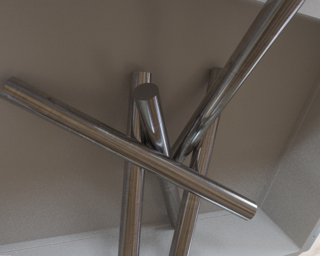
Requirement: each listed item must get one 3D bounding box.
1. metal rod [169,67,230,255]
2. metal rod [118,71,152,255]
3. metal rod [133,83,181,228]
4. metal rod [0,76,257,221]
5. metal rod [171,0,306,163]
[{"bbox_3d":[0.047,0.068,0.405,0.025,0.025,0.298,14,88,-35],"label":"metal rod"},{"bbox_3d":[-0.032,0.085,0.365,0.025,0.025,0.298,3,92,-30],"label":"metal rod"},{"bbox_3d":[0.008,0.061,0.409,0.025,0.025,0.299,-27,140,-12],"label":"metal rod"},{"bbox_3d":[-0.021,0.030,0.338,0.301,0.025,0.025,28,104,-13],"label":"metal rod"},{"bbox_3d":[0.054,-0.018,0.348,0.025,0.025,0.298,-5,146,-26],"label":"metal rod"}]
